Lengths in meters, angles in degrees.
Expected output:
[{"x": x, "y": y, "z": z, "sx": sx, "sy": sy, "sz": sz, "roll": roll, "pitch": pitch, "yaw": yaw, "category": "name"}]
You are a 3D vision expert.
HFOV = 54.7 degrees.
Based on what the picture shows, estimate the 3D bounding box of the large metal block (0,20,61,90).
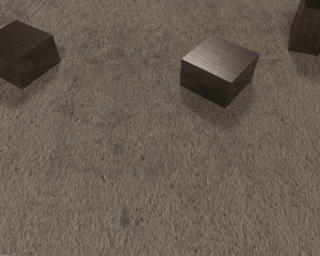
[{"x": -0.219, "y": -0.116, "z": 0.482, "sx": 0.080, "sy": 0.050, "sz": 0.080, "roll": 26, "pitch": 55, "yaw": 20, "category": "large metal block"}]

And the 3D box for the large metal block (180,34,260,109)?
[{"x": 0.087, "y": -0.086, "z": 0.461, "sx": 0.080, "sy": 0.050, "sz": 0.080, "roll": 32, "pitch": 57, "yaw": 23, "category": "large metal block"}]

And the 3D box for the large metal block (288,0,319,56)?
[{"x": 0.258, "y": -0.182, "z": 0.524, "sx": 0.050, "sy": 0.080, "sz": 0.080, "roll": 15, "pitch": 52, "yaw": 12, "category": "large metal block"}]
